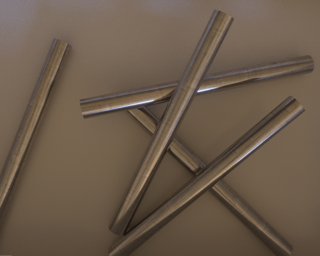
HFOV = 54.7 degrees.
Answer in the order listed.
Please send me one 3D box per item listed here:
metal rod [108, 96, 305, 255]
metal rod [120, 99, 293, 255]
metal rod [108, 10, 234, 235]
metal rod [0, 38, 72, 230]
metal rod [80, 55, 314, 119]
[{"bbox_3d":[0.051,0.070,0.387,0.300,0.025,0.025,-42,91,9],"label":"metal rod"},{"bbox_3d":[0.059,0.062,0.412,0.300,0.025,0.025,44,90,-1],"label":"metal rod"},{"bbox_3d":[0.007,0.004,0.379,0.025,0.025,0.298,26,103,-1],"label":"metal rod"},{"bbox_3d":[-0.183,0.026,0.408,0.025,0.025,0.299,21,90,-1],"label":"metal rod"},{"bbox_3d":[0.052,-0.054,0.396,0.302,0.025,0.025,-12,90,-7],"label":"metal rod"}]
